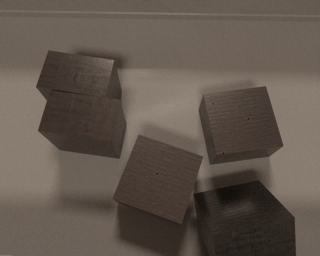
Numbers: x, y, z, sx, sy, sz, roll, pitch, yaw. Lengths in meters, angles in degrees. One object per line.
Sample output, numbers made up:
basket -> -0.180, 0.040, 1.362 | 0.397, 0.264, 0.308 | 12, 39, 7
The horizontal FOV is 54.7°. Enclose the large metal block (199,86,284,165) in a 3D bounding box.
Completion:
large metal block -> 0.100, -0.002, 0.398 | 0.081, 0.050, 0.080 | -8, 70, -3

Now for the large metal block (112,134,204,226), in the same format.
large metal block -> -0.001, 0.064, 0.373 | 0.080, 0.050, 0.080 | 19, 71, 6

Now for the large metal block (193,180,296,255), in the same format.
large metal block -> 0.088, 0.104, 0.336 | 0.081, 0.080, 0.050 | -11, 107, -4

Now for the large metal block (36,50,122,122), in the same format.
large metal block -> -0.098, -0.050, 0.398 | 0.080, 0.080, 0.050 | 9, 70, 3

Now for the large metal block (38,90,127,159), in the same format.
large metal block -> -0.089, -0.001, 0.380 | 0.080, 0.080, 0.050 | 8, 71, 2
